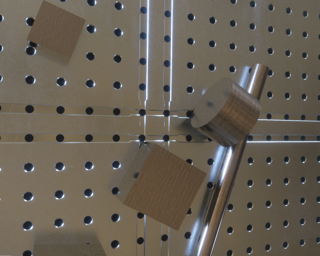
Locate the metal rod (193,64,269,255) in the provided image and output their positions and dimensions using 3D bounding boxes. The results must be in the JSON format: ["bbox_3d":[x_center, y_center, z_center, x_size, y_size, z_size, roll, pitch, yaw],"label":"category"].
[{"bbox_3d":[0.105,0.048,0.452,0.025,0.025,0.299,22,83,-19],"label":"metal rod"}]

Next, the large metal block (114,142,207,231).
[{"bbox_3d":[0.000,0.073,0.400,0.080,0.050,0.080,32,80,-18],"label":"large metal block"}]

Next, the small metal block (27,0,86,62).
[{"bbox_3d":[-0.123,-0.114,0.368,0.050,0.025,0.050,21,83,-19],"label":"small metal block"}]

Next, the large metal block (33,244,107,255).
[{"bbox_3d":[-0.110,0.184,0.360,0.081,0.050,0.080,7,88,-20],"label":"large metal block"}]

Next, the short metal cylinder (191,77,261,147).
[{"bbox_3d":[0.087,-0.021,0.417,0.050,0.080,0.080,34,79,-17],"label":"short metal cylinder"}]
